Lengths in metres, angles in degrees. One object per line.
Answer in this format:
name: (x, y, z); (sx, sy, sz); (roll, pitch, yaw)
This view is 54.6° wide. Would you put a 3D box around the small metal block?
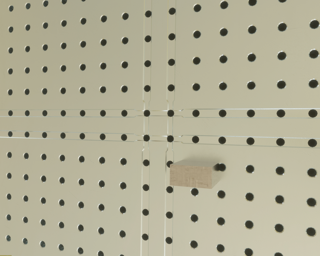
small metal block: (0.044, 0.056, 0.384); (0.050, 0.050, 0.025); (1, 91, 20)
